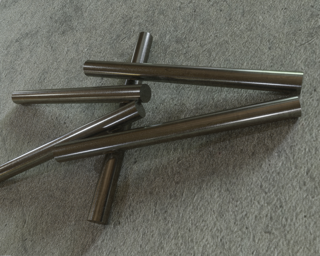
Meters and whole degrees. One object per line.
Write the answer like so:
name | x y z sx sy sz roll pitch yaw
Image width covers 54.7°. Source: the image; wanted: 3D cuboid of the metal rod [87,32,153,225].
metal rod | -0.050 -0.017 0.441 0.025 0.025 0.299 -3 60 26

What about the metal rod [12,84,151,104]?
metal rod | -0.142 -0.051 0.491 0.300 0.025 0.025 3 63 35

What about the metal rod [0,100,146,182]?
metal rod | -0.155 0.031 0.448 0.300 0.025 0.025 -23 53 20

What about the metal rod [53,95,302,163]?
metal rod | 0.009 0.005 0.376 0.301 0.025 0.025 -11 57 13

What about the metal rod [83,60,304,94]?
metal rod | 0.026 -0.071 0.413 0.301 0.025 0.025 8 66 24
